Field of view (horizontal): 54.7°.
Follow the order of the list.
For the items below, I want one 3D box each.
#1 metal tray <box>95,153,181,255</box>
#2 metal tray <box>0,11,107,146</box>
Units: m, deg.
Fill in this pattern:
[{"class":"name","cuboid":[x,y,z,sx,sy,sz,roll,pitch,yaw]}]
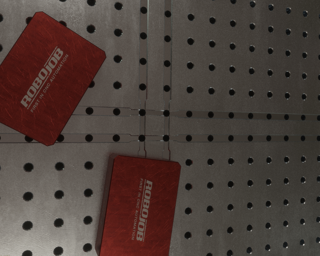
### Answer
[{"class":"metal tray","cuboid":[-0.028,0.103,0.401,0.091,0.030,0.129,9,87,-20]},{"class":"metal tray","cuboid":[-0.134,-0.055,0.361,0.090,0.030,0.130,31,80,-18]}]
